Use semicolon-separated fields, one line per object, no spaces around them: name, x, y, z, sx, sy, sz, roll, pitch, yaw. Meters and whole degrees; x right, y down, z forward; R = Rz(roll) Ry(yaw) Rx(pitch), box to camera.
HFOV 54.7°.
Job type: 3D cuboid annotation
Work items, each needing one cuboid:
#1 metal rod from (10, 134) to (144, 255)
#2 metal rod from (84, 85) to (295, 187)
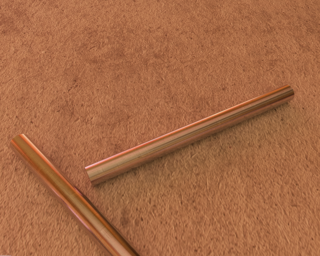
metal rod;-0.067;0.098;0.319;0.300;0.025;0.025;37;59;26
metal rod;0.051;0.002;0.401;0.302;0.025;0.025;-22;54;-18
